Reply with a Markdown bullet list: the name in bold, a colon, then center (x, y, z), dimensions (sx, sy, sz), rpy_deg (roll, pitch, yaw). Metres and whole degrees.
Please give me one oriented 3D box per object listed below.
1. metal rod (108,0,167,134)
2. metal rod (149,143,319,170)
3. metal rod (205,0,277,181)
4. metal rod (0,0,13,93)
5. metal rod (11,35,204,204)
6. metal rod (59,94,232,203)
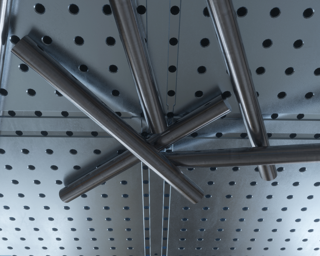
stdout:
- **metal rod**: center (-0.034, -0.112, 0.315), dimensions (0.025, 0.025, 0.299), rpy_deg (-9, 130, 8)
- **metal rod**: center (0.129, 0.037, 0.411), dimensions (0.301, 0.025, 0.025), rpy_deg (-5, 131, 17)
- **metal rod**: center (0.108, -0.034, 0.382), dimensions (0.025, 0.025, 0.299), rpy_deg (-18, 128, 14)
- **metal rod**: center (-0.211, -0.035, 0.379), dimensions (0.025, 0.025, 0.298), rpy_deg (19, 128, -15)
- **metal rod**: center (-0.049, 0.003, 0.389), dimensions (0.025, 0.025, 0.300), rpy_deg (-36, 114, 26)
- **metal rod**: center (-0.035, 0.039, 0.443), dimensions (0.300, 0.025, 0.025), rpy_deg (-31, 124, 23)
